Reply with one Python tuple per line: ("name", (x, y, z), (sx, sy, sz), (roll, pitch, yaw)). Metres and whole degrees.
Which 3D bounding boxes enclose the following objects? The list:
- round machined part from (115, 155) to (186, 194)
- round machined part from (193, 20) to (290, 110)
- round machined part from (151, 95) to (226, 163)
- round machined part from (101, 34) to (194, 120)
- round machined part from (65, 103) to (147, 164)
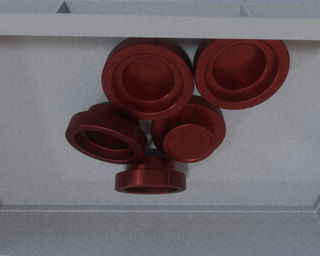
("round machined part", (-0.013, 0.066, 0.436), (0.099, 0.042, 0.098), (-1, 161, 0))
("round machined part", (0.085, -0.071, 0.339), (0.099, 0.042, 0.097), (-1, 130, 0))
("round machined part", (0.037, 0.008, 0.406), (0.099, 0.042, 0.097), (-1, 130, 0))
("round machined part", (-0.012, -0.059, 0.345), (0.099, 0.042, 0.097), (2, 131, 2))
("round machined part", (-0.063, 0.005, 0.387), (0.099, 0.042, 0.098), (10, 150, 6))
